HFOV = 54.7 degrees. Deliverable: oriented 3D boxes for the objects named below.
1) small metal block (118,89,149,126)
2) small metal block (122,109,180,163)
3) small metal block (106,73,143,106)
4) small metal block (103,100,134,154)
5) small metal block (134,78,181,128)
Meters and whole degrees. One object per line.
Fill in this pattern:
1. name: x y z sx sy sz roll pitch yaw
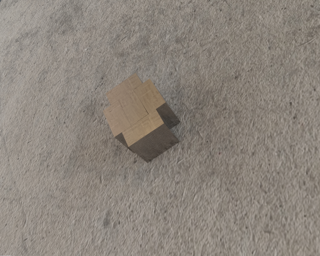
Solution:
1. small metal block: -0.024 -0.015 0.409 0.025 0.050 0.050 -35 52 5
2. small metal block: -0.010 0.011 0.386 0.050 0.050 0.025 -34 52 6
3. small metal block: -0.038 -0.041 0.432 0.050 0.050 0.025 -34 52 6
4. small metal block: -0.045 -0.001 0.411 0.025 0.050 0.050 -35 52 5
5. small metal block: -0.003 -0.029 0.407 0.025 0.050 0.050 -35 52 5
